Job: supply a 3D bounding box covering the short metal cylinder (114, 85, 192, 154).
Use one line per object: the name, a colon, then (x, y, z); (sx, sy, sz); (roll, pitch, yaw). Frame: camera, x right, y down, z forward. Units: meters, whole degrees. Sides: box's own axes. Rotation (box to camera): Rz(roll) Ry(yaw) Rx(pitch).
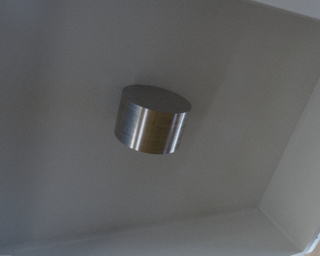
short metal cylinder: (-0.009, -0.012, 0.360); (0.081, 0.080, 0.050); (0, 118, -29)
